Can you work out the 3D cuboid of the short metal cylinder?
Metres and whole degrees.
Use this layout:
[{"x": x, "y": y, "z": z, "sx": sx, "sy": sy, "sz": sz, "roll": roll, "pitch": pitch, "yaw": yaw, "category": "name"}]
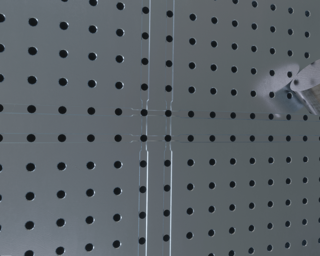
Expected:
[{"x": 0.251, "y": -0.066, "z": 0.476, "sx": 0.050, "sy": 0.080, "sz": 0.080, "roll": 46, "pitch": 76, "yaw": -14, "category": "short metal cylinder"}]
